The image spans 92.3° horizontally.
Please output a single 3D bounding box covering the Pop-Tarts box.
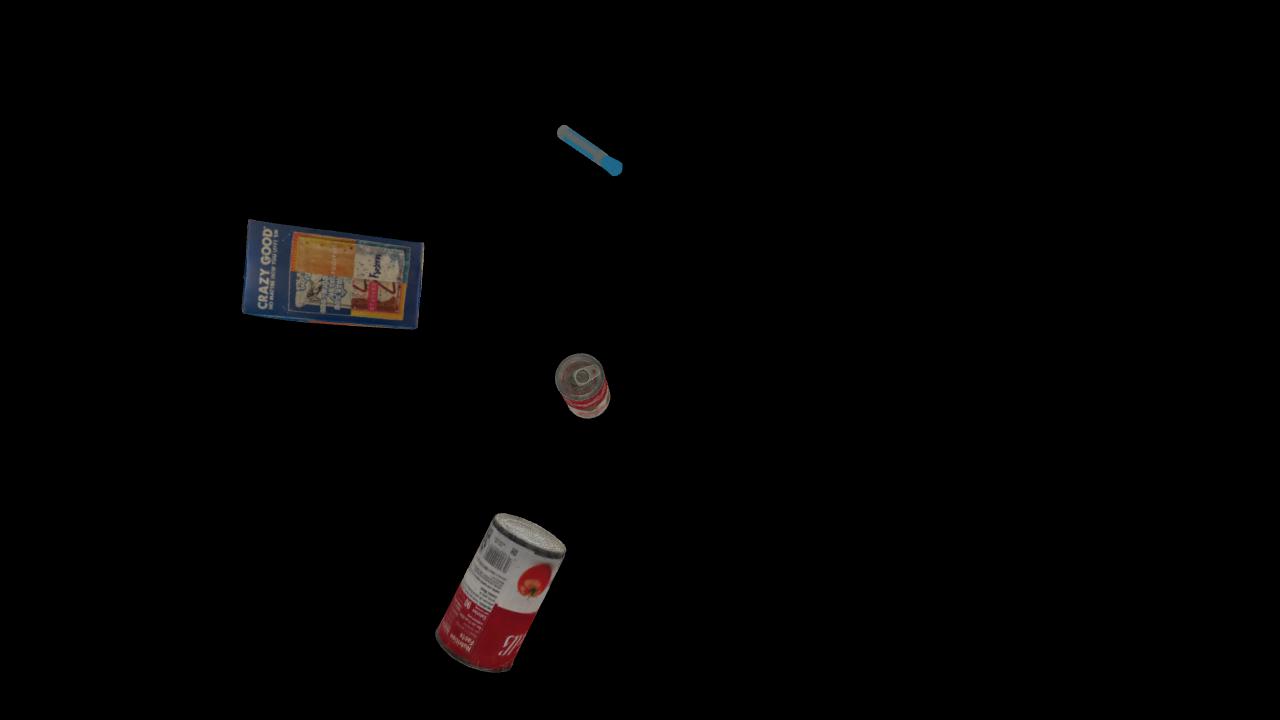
[{"bbox_3d":[-0.292,-0.075,0.608,0.141,0.083,0.167,5,0,-22],"label":"Pop-Tarts box"}]

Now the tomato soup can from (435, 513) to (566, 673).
[{"bbox_3d":[-0.110,0.183,0.493,0.068,0.101,0.068,26,-5,2],"label":"tomato soup can"}]

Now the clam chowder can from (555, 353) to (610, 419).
[{"bbox_3d":[-0.079,0.039,0.873,0.068,0.068,0.102,0,-20,2],"label":"clam chowder can"}]

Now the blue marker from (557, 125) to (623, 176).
[{"bbox_3d":[-0.062,-0.261,0.767,0.020,0.020,0.121,0,36,-51],"label":"blue marker"}]
